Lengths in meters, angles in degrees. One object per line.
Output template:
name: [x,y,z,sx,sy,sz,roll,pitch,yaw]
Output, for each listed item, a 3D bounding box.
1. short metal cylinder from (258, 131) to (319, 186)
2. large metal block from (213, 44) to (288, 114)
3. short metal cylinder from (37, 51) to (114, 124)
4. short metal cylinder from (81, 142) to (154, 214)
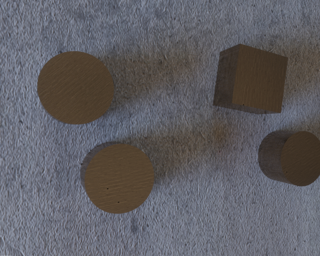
short metal cylinder: [0.198,0.044,0.469,0.081,0.050,0.079,0,90,-20]
large metal block: [0.128,-0.066,0.443,0.081,0.050,0.080,9,87,-20]
short metal cylinder: [-0.098,-0.044,0.359,0.081,0.050,0.079,0,90,-20]
short metal cylinder: [-0.053,0.058,0.376,0.081,0.050,0.079,0,90,-20]
